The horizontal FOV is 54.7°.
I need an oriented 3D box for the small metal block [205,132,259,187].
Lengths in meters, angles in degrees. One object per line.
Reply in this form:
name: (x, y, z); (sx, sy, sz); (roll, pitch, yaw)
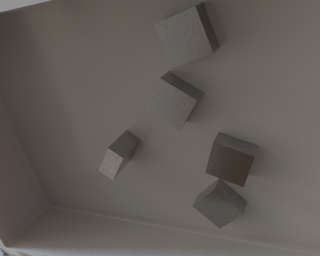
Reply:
small metal block: (0.089, 0.039, 0.386); (0.050, 0.025, 0.050); (19, 126, 16)

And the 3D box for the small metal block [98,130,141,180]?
small metal block: (-0.058, 0.038, 0.445); (0.025, 0.050, 0.050); (33, 129, 6)

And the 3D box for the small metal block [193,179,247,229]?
small metal block: (0.083, 0.105, 0.429); (0.050, 0.025, 0.050); (40, 129, 0)

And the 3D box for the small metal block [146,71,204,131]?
small metal block: (0.017, -0.033, 0.378); (0.050, 0.025, 0.050); (32, 128, 6)

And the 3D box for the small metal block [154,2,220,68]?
small metal block: (0.029, -0.099, 0.331); (0.050, 0.025, 0.050); (-13, 112, 33)
